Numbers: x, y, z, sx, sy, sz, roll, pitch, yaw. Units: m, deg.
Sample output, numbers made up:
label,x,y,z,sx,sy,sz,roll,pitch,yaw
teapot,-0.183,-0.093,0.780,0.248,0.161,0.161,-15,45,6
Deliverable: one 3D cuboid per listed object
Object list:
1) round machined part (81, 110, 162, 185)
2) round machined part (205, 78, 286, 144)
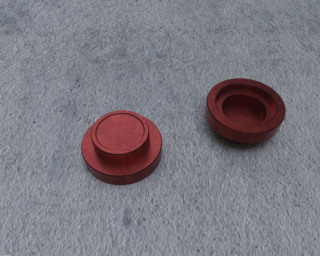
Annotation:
label,x,y,z,sx,sy,sz,roll,pitch,yaw
round machined part,-0.047,0.017,0.378,0.099,0.042,0.098,0,50,0
round machined part,0.109,-0.018,0.408,0.099,0.042,0.098,0,50,0
